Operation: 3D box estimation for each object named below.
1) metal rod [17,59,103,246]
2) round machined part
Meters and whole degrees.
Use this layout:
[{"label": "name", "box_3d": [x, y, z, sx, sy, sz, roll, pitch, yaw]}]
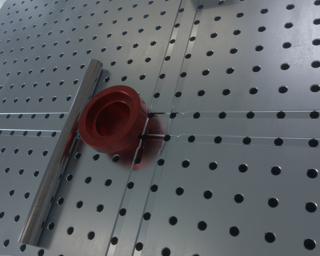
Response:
[{"label": "metal rod", "box_3d": [-0.142, 0.021, 0.470, 0.025, 0.025, 0.300, -1, 61, 28]}, {"label": "round machined part", "box_3d": [-0.061, -0.008, 0.435, 0.098, 0.042, 0.098, -13, 56, 21]}]
